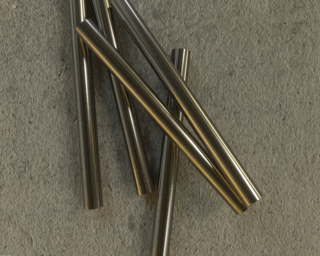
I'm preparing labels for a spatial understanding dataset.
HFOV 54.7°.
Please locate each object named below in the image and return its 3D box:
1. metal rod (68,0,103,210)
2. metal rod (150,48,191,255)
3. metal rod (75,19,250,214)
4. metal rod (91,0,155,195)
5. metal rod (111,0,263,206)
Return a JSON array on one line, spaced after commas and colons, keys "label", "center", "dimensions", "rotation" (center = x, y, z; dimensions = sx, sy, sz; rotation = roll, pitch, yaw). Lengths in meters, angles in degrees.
[{"label": "metal rod", "center": [-0.099, -0.045, 0.408], "dimensions": [0.025, 0.025, 0.298], "rotation": [-4, 90, -1]}, {"label": "metal rod", "center": [0.012, 0.046, 0.410], "dimensions": [0.025, 0.025, 0.298], "rotation": [6, 90, -1]}, {"label": "metal rod", "center": [0.005, -0.013, 0.384], "dimensions": [0.025, 0.025, 0.300], "rotation": [-42, 91, 0]}, {"label": "metal rod", "center": [-0.053, -0.060, 0.409], "dimensions": [0.025, 0.025, 0.298], "rotation": [-13, 90, 0]}, {"label": "metal rod", "center": [0.028, -0.040, 0.382], "dimensions": [0.025, 0.025, 0.299], "rotation": [-33, 82, 0]}]
